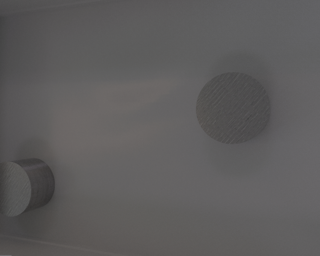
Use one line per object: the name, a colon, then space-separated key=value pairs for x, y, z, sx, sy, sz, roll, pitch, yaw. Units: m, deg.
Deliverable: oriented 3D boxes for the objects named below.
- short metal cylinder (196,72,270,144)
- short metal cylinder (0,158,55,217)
short metal cylinder: x=0.088 y=-0.022 z=0.366 sx=0.080 sy=0.050 sz=0.080 roll=0 pitch=90 yaw=20
short metal cylinder: x=-0.210 y=0.088 z=0.471 sx=0.080 sy=0.050 sz=0.080 roll=0 pitch=90 yaw=20
